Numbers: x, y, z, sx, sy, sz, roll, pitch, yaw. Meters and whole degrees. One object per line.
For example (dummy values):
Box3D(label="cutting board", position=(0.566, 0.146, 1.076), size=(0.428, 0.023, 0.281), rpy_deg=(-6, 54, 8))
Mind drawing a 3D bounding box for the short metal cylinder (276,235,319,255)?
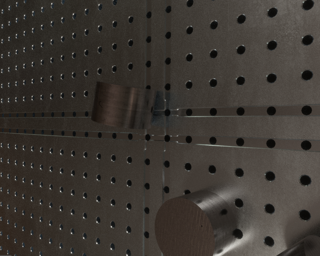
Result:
Box3D(label="short metal cylinder", position=(0.133, 0.141, 0.263), size=(0.050, 0.081, 0.080), rpy_deg=(-50, 61, 28))

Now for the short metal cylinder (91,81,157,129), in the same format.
Box3D(label="short metal cylinder", position=(-0.047, -0.031, 0.410), size=(0.080, 0.081, 0.050), rpy_deg=(16, 100, 38))

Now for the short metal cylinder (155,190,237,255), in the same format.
Box3D(label="short metal cylinder", position=(0.041, 0.116, 0.358), size=(0.080, 0.050, 0.079), rpy_deg=(0, 90, 39))
